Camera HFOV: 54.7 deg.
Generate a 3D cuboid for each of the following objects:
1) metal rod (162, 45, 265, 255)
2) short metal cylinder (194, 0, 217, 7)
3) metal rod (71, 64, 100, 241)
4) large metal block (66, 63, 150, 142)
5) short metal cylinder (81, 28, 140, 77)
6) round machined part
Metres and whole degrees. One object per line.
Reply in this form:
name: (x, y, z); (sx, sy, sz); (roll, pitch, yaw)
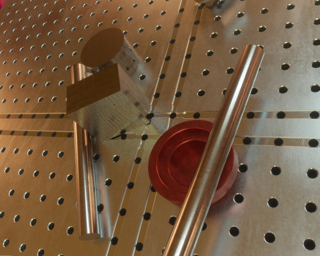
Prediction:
metal rod: (0.047, 0.043, 0.302); (0.025, 0.025, 0.300); (12, 67, 33)
short metal cylinder: (0.071, -0.239, 0.482); (0.050, 0.080, 0.080); (-46, 51, -4)
metal rod: (-0.114, 0.013, 0.460); (0.025, 0.025, 0.299); (-24, 53, 13)
large metal block: (-0.071, -0.032, 0.430); (0.080, 0.080, 0.050); (-22, 54, 15)
short metal cylinder: (-0.081, -0.116, 0.506); (0.080, 0.050, 0.080); (-13, 56, 21)
round machined part: (0.040, 0.043, 0.350); (0.098, 0.042, 0.098); (-13, 56, 21)
